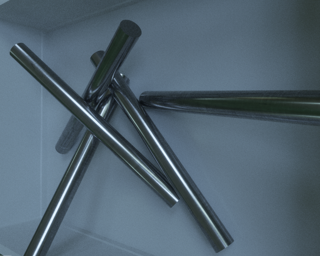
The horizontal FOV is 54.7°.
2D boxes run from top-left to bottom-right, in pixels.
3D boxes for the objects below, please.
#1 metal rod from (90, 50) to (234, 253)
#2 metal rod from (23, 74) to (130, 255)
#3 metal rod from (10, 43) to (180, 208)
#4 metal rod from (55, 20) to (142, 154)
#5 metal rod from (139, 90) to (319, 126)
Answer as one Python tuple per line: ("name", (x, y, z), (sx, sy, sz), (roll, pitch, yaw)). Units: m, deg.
("metal rod", (-0.008, 0.016, 0.394), (0.025, 0.025, 0.299), (-46, 69, 30))
("metal rod", (-0.114, 0.058, 0.420), (0.025, 0.025, 0.299), (12, 72, 39))
("metal rod", (-0.088, -0.008, 0.411), (0.300, 0.025, 0.025), (42, 118, 8))
("metal rod", (-0.103, -0.036, 0.442), (0.298, 0.025, 0.025), (-45, 62, 48))
("metal rod", (0.059, -0.023, 0.296), (0.299, 0.025, 0.025), (11, 98, 59))
